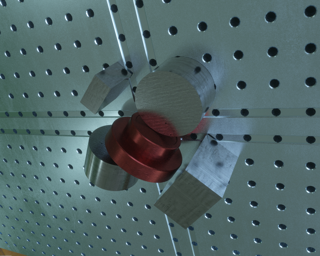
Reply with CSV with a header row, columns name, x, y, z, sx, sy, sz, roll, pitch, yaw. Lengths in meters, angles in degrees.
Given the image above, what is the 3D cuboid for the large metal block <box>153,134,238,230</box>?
name,x,y,z,sx,sy,sz,roll,pitch,yaw
large metal block,0.046,0.067,0.392,0.050,0.080,0.080,37,129,3

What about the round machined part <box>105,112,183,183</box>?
name,x,y,z,sx,sy,sz,roll,pitch,yaw
round machined part,-0.014,0.017,0.381,0.098,0.098,0.042,35,117,4

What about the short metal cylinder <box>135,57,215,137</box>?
name,x,y,z,sx,sy,sz,roll,pitch,yaw
short metal cylinder,0.018,-0.037,0.361,0.080,0.050,0.079,13,124,20

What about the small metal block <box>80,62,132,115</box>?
name,x,y,z,sx,sy,sz,roll,pitch,yaw
small metal block,-0.069,-0.051,0.398,0.025,0.050,0.050,41,129,0

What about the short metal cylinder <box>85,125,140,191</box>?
name,x,y,z,sx,sy,sz,roll,pitch,yaw
short metal cylinder,-0.061,0.040,0.431,0.080,0.080,0.050,27,128,10
